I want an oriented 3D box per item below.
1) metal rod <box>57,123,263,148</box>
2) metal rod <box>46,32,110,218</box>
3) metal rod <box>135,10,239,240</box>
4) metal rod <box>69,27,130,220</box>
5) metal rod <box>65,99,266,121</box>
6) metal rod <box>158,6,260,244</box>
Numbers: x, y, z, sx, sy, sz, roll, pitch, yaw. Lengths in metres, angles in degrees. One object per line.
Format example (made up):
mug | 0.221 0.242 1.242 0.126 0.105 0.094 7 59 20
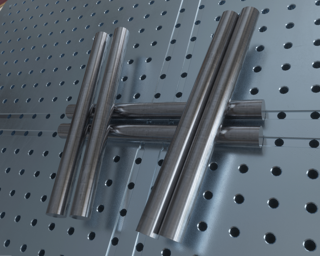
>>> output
metal rod | -0.020 0.007 0.416 0.300 0.025 0.025 1 62 28
metal rod | -0.112 -0.023 0.451 0.025 0.025 0.300 -8 58 24
metal rod | 0.041 -0.020 0.369 0.025 0.025 0.300 10 66 32
metal rod | -0.078 -0.025 0.435 0.025 0.025 0.300 -7 58 24
metal rod | -0.012 -0.024 0.431 0.300 0.025 0.025 1 62 28
metal rod | 0.064 -0.020 0.357 0.025 0.025 0.300 10 66 32
